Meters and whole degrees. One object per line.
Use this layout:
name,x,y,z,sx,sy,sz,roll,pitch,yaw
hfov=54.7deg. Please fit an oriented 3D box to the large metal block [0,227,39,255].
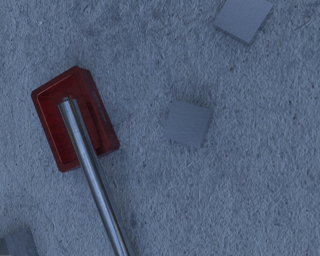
large metal block,-0.237,0.210,0.477,0.080,0.050,0.080,-24,82,18

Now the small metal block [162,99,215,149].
small metal block,0.037,-0.006,0.396,0.050,0.025,0.050,17,96,18

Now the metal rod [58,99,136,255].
metal rod,-0.070,0.106,0.410,0.025,0.025,0.298,-20,92,18

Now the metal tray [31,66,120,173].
metal tray,-0.124,-0.012,0.448,0.090,0.030,0.129,-26,82,17

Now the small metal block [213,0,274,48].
small metal block,0.100,-0.133,0.373,0.050,0.025,0.050,35,101,16
